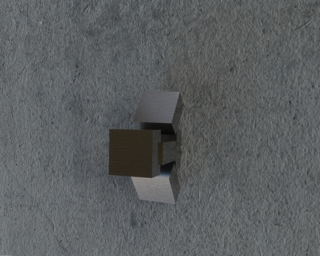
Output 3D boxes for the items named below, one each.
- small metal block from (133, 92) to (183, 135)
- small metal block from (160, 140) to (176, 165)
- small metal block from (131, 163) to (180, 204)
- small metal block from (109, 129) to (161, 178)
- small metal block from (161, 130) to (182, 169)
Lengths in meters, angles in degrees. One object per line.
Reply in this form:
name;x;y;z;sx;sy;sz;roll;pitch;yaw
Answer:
small metal block;-0.001;-0.020;0.397;0.050;0.025;0.050;3;55;20
small metal block;-0.012;0.027;0.373;0.050;0.050;0.025;3;91;19
small metal block;-0.005;0.069;0.398;0.050;0.025;0.050;3;132;19
small metal block;-0.027;0.026;0.339;0.050;0.025;0.050;1;90;19
small metal block;0.001;0.026;0.410;0.050;0.025;0.050;3;91;19
